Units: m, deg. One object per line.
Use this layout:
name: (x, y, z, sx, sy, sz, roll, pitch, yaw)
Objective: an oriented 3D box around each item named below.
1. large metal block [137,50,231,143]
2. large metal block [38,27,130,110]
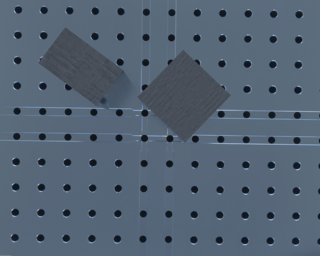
large metal block: (0.029, -0.039, 0.401, 0.080, 0.050, 0.080, 44, 90, 0)
large metal block: (-0.088, -0.069, 0.385, 0.080, 0.080, 0.050, 37, 90, 0)
